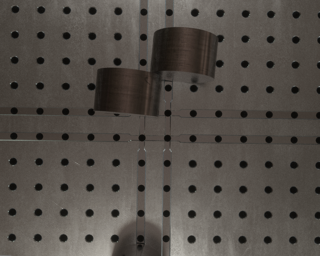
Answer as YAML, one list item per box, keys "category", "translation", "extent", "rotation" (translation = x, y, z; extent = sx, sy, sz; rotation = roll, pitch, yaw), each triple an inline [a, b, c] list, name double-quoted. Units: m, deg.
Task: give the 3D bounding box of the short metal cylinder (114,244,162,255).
- category: "short metal cylinder"
  translation: [-0.031, 0.199, 0.401]
  extent: [0.081, 0.050, 0.079]
  rotation: [0, 90, -1]

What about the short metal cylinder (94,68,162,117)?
- category: "short metal cylinder"
  translation: [-0.040, -0.042, 0.385]
  extent: [0.081, 0.080, 0.050]
  rotation: [5, 90, -1]

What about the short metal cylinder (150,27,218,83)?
- category: "short metal cylinder"
  translation: [0.030, -0.088, 0.386]
  extent: [0.081, 0.080, 0.050]
  rotation: [6, 90, -1]
